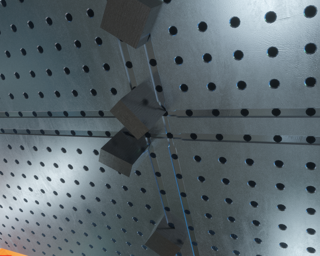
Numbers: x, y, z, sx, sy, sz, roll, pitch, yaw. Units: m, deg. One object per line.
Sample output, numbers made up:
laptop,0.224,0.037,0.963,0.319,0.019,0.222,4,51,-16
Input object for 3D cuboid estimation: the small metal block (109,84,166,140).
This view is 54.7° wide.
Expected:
small metal block,-0.027,-0.021,0.395,0.050,0.050,0.025,46,129,-5

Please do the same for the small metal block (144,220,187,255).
small metal block,0.009,0.191,0.523,0.050,0.025,0.050,33,129,6

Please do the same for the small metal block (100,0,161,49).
small metal block,-0.034,-0.126,0.350,0.050,0.025,0.050,32,128,6

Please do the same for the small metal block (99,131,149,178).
small metal block,-0.051,0.036,0.443,0.050,0.050,0.025,26,127,12
